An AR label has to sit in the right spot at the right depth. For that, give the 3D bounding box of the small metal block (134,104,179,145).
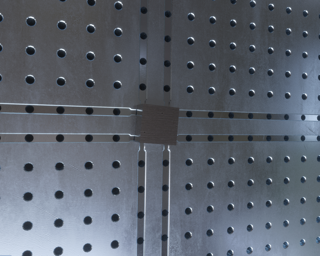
[{"bbox_3d":[-0.004,-0.004,0.412,0.050,0.025,0.050,5,88,-20],"label":"small metal block"}]
